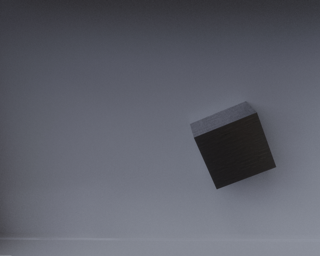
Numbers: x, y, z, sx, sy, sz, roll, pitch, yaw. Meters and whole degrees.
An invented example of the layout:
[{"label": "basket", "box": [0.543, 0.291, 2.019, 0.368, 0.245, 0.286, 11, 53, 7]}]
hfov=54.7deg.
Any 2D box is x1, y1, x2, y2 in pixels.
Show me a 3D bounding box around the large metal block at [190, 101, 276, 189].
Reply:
[{"label": "large metal block", "box": [0.094, 0.022, 0.408, 0.080, 0.050, 0.080, -23, 109, 7]}]
